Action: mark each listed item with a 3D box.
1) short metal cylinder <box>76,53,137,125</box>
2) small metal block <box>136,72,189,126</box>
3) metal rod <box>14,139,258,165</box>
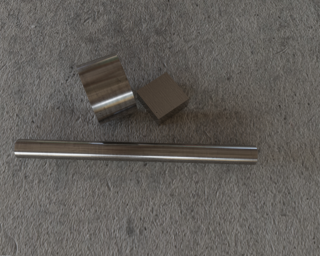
[{"bbox_3d":[-0.067,-0.050,0.397,0.050,0.080,0.080,-22,72,-8],"label":"short metal cylinder"},{"bbox_3d":[0.004,-0.040,0.423,0.050,0.025,0.050,-35,74,-12],"label":"small metal block"},{"bbox_3d":[-0.030,0.030,0.396,0.302,0.025,0.025,2,70,0],"label":"metal rod"}]
